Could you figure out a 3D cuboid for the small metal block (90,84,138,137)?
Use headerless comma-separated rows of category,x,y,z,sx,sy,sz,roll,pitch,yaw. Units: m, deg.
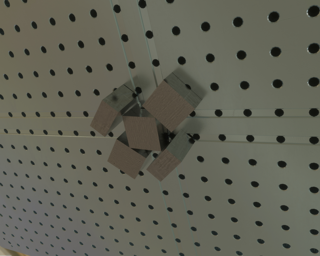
small metal block,-0.061,-0.023,0.413,0.025,0.050,0.050,37,130,2

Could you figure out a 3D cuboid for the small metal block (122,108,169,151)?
small metal block,-0.019,0.002,0.422,0.050,0.025,0.050,4,119,27

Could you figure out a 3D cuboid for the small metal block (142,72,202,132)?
small metal block,0.014,-0.031,0.385,0.050,0.025,0.050,42,130,-1

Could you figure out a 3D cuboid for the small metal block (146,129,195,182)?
small metal block,0.015,0.036,0.410,0.025,0.050,0.050,41,129,1

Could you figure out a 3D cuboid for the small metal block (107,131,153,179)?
small metal block,-0.044,0.040,0.460,0.050,0.025,0.050,33,128,6
